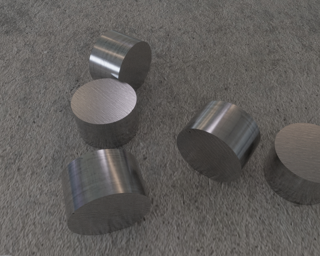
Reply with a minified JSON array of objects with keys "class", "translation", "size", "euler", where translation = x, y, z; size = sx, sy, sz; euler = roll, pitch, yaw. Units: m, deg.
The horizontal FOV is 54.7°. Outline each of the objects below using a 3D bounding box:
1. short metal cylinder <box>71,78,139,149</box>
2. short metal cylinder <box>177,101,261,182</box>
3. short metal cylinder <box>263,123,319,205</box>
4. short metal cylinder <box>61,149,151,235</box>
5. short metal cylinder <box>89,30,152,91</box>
[{"class":"short metal cylinder","translation":[-0.069,-0.019,0.402],"size":[0.080,0.050,0.080],"euler":[0,50,0]},{"class":"short metal cylinder","translation":[0.067,0.016,0.355],"size":[0.080,0.080,0.050],"euler":[28,56,21]},{"class":"short metal cylinder","translation":[0.165,0.040,0.354],"size":[0.080,0.050,0.080],"euler":[0,50,0]},{"class":"short metal cylinder","translation":[-0.055,0.066,0.312],"size":[0.081,0.080,0.050],"euler":[-14,52,-11]},{"class":"short metal cylinder","translation":[-0.055,-0.094,0.446],"size":[0.050,0.080,0.080],"euler":[26,55,20]}]
